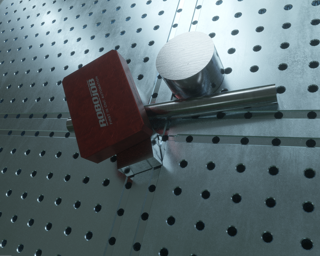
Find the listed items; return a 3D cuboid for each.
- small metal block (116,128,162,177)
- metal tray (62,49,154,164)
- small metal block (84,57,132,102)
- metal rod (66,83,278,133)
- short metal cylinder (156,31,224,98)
[{"bbox_3d":[-0.029,0.029,0.403,0.050,0.025,0.050,-21,54,15],"label":"small metal block"},{"bbox_3d":[-0.073,-0.030,0.410,0.090,0.030,0.130,-27,64,11],"label":"metal tray"},{"bbox_3d":[-0.080,-0.074,0.477,0.050,0.050,0.025,-28,53,10],"label":"small metal block"},{"bbox_3d":[0.000,-0.022,0.421,0.301,0.025,0.025,-7,59,23],"label":"metal rod"},{"bbox_3d":[0.041,-0.083,0.420,0.080,0.050,0.080,-13,56,20],"label":"short metal cylinder"}]
